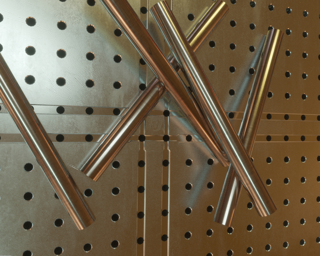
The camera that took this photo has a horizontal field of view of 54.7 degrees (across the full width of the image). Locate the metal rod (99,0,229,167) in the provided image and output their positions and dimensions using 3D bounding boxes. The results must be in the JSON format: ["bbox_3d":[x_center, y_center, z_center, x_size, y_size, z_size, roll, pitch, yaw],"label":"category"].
[{"bbox_3d":[0.014,-0.060,0.390,0.025,0.025,0.300,-45,115,-14],"label":"metal rod"}]

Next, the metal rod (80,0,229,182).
[{"bbox_3d":[0.000,-0.058,0.413,0.025,0.025,0.300,41,77,-16],"label":"metal rod"}]

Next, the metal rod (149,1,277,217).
[{"bbox_3d":[0.068,-0.024,0.398,0.025,0.025,0.299,-28,90,-18],"label":"metal rod"}]

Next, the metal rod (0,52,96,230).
[{"bbox_3d":[-0.156,-0.014,0.354,0.025,0.025,0.299,-30,100,-18],"label":"metal rod"}]

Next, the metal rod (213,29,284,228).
[{"bbox_3d":[0.130,-0.010,0.443,0.025,0.025,0.299,25,74,-19],"label":"metal rod"}]
